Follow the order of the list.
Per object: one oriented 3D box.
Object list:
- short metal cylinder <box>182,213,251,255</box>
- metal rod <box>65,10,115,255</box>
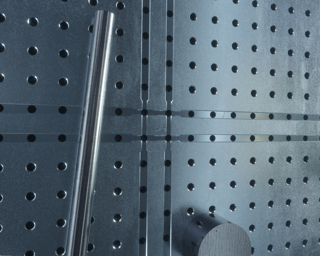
[{"bbox_3d":[0.077,0.164,0.428,0.081,0.050,0.080,0,90,-20],"label":"short metal cylinder"},{"bbox_3d":[-0.085,0.007,0.381,0.025,0.025,0.298,7,88,-20],"label":"metal rod"}]
